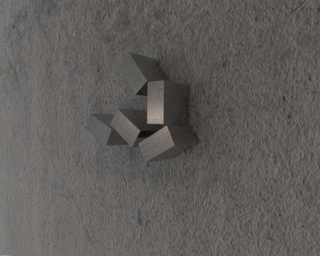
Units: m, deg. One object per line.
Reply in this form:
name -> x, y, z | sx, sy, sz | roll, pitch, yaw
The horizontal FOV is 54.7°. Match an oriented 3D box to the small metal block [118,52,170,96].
small metal block -> -0.018, -0.068, 0.404 | 0.025, 0.050, 0.050 | -46, 63, 30

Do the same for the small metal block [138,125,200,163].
small metal block -> 0.011, 0.019, 0.380 | 0.050, 0.050, 0.025 | -33, 70, 35

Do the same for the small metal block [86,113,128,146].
small metal block -> -0.069, 0.002, 0.446 | 0.050, 0.050, 0.025 | 33, 111, 35

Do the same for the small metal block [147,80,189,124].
small metal block -> 0.011, -0.030, 0.380 | 0.025, 0.050, 0.050 | 1, 91, 40

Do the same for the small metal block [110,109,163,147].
small metal block -> -0.029, -0.001, 0.413 | 0.050, 0.050, 0.025 | 42, 116, 32
